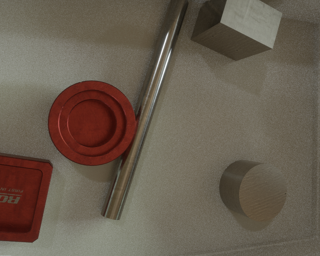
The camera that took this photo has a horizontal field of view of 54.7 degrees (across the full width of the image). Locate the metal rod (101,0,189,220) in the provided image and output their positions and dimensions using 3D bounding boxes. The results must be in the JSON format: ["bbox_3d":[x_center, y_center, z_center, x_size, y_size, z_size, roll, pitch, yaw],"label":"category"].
[{"bbox_3d":[-0.018,-0.030,0.404,0.025,0.025,0.299,20,83,-19],"label":"metal rod"}]

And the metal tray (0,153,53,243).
[{"bbox_3d":[-0.193,0.071,0.336,0.131,0.030,0.090,12,86,-20],"label":"metal tray"}]

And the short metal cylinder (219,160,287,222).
[{"bbox_3d":[0.134,0.089,0.449,0.081,0.050,0.079,0,90,-21],"label":"short metal cylinder"}]

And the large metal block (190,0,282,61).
[{"bbox_3d":[0.101,-0.137,0.420,0.081,0.080,0.050,19,84,-20],"label":"large metal block"}]

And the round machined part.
[{"bbox_3d":[-0.082,-0.006,0.372,0.099,0.042,0.097,0,90,-21],"label":"round machined part"}]
